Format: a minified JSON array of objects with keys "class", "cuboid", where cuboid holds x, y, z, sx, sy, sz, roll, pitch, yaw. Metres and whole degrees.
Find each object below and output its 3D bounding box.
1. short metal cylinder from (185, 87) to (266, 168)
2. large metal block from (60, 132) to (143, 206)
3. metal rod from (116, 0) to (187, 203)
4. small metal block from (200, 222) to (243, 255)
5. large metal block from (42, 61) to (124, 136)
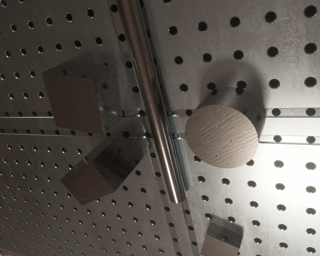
[{"class":"short metal cylinder","cuboid":[0.075,-0.001,0.354,0.080,0.050,0.079,13,124,20]},{"class":"large metal block","cuboid":[-0.085,0.060,0.455,0.080,0.080,0.050,-29,103,37]},{"class":"metal rod","cuboid":[-0.007,-0.028,0.396,0.025,0.025,0.298,0,119,28]},{"class":"small metal block","cuboid":[0.093,0.179,0.472,0.050,0.025,0.050,19,126,16]},{"class":"large metal block","cuboid":[-0.102,-0.042,0.421,0.080,0.050,0.079,10,123,22]}]
